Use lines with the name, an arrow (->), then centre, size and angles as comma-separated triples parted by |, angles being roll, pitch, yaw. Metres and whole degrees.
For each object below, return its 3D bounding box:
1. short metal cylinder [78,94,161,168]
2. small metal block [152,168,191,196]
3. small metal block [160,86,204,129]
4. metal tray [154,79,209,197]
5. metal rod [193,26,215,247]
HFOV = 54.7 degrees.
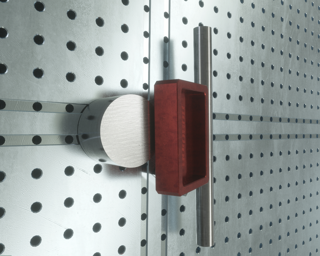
short metal cylinder -> -0.045, 0.003, 0.355 | 0.081, 0.050, 0.079 | 0, 90, -40
small metal block -> 0.025, 0.059, 0.431 | 0.050, 0.025, 0.050 | 47, 62, -30
small metal block -> 0.032, -0.029, 0.438 | 0.050, 0.025, 0.050 | -19, 103, -39
metal tray -> 0.029, 0.010, 0.381 | 0.090, 0.030, 0.129 | -3, 92, -60
metal rod -> 0.061, 0.012, 0.430 | 0.025, 0.025, 0.298 | -2, 91, -40
